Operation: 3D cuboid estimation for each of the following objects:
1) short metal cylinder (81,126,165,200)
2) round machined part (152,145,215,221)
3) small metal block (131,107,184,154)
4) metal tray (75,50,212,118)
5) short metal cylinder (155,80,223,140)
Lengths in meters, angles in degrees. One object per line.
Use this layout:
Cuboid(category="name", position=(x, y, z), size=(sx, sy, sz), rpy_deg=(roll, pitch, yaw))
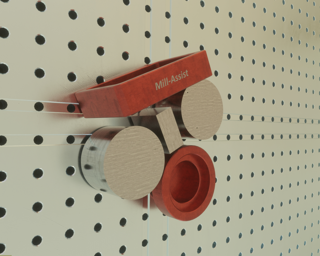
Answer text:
Cuboid(category="short metal cylinder", position=(-0.042, 0.037, 0.353), size=(0.081, 0.050, 0.079), rpy_deg=(0, 90, -40))
Cuboid(category="round machined part", position=(0.027, 0.071, 0.416), size=(0.099, 0.042, 0.097), rpy_deg=(0, 90, -40))
Cuboid(category="small metal block", position=(-0.004, 0.003, 0.384), size=(0.025, 0.050, 0.050), rpy_deg=(-32, 110, -36))
Cuboid(category="metal tray", position=(-0.016, -0.050, 0.347), size=(0.131, 0.090, 0.030), rpy_deg=(-29, 109, -36))
Cuboid(category="short metal cylinder", position=(0.041, -0.024, 0.422), size=(0.081, 0.050, 0.079), rpy_deg=(0, 90, -40))
